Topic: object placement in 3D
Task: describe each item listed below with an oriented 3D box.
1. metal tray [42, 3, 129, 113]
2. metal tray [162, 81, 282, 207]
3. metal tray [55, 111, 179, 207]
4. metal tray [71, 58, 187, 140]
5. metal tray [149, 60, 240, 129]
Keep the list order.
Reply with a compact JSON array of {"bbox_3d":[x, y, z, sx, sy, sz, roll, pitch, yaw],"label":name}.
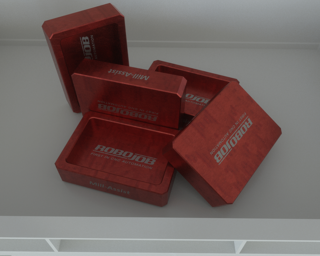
[{"bbox_3d":[-0.088,-0.086,0.405,0.091,0.129,0.030,-24,55,-19],"label":"metal tray"},{"bbox_3d":[0.076,0.015,0.362,0.090,0.030,0.131,47,60,-1],"label":"metal tray"},{"bbox_3d":[-0.044,0.033,0.370,0.131,0.030,0.090,12,51,10],"label":"metal tray"},{"bbox_3d":[-0.036,-0.032,0.386,0.131,0.089,0.030,12,51,9],"label":"metal tray"},{"bbox_3d":[0.037,-0.045,0.438,0.130,0.030,0.090,16,52,13],"label":"metal tray"}]
